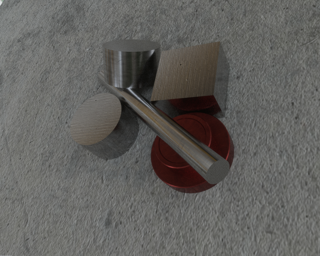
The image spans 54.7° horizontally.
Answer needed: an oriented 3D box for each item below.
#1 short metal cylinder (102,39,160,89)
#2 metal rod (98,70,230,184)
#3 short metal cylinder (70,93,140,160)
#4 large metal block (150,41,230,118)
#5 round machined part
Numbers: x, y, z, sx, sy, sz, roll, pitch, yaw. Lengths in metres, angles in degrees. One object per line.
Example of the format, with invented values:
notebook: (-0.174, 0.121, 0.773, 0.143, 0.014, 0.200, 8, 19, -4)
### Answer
short metal cylinder: (-0.040, -0.094, 0.444, 0.081, 0.050, 0.080, 1, 27, 0)
metal rod: (-0.019, -0.023, 0.386, 0.025, 0.025, 0.300, -45, 38, -3)
short metal cylinder: (-0.076, -0.002, 0.431, 0.080, 0.050, 0.080, -13, 56, 21)
large metal block: (0.042, -0.058, 0.401, 0.080, 0.050, 0.080, -3, 60, 26)
round machined part: (0.033, 0.023, 0.362, 0.098, 0.042, 0.098, -13, 56, 21)
